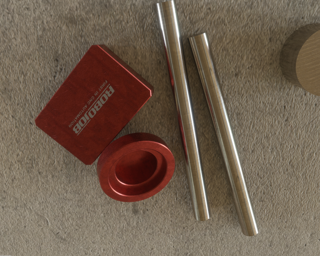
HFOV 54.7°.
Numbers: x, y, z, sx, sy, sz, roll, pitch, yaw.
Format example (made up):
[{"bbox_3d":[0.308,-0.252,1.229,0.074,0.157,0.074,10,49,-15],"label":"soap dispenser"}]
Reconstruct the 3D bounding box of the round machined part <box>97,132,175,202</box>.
[{"bbox_3d":[-0.033,0.047,0.406,0.099,0.042,0.097,-10,124,-16],"label":"round machined part"}]

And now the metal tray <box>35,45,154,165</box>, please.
[{"bbox_3d":[-0.082,-0.028,0.390,0.090,0.030,0.130,40,105,-7],"label":"metal tray"}]

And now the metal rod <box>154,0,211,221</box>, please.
[{"bbox_3d":[0.034,-0.008,0.407,0.025,0.025,0.298,-10,110,4],"label":"metal rod"}]

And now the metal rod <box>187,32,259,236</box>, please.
[{"bbox_3d":[0.090,0.022,0.418,0.025,0.025,0.298,-17,109,6],"label":"metal rod"}]

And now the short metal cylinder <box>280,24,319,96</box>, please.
[{"bbox_3d":[0.192,-0.082,0.368,0.081,0.050,0.079,0,110,0],"label":"short metal cylinder"}]
